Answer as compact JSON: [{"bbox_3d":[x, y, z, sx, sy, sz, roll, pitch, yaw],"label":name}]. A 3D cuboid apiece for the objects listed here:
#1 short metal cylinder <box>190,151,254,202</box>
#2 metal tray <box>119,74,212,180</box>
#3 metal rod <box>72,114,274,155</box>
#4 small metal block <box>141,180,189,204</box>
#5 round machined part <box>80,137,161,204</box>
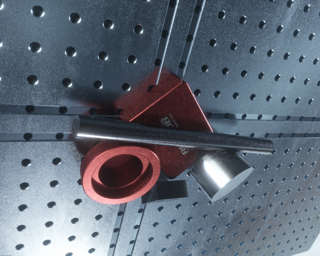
[{"bbox_3d":[0.093,0.067,0.470,0.080,0.050,0.080,-30,154,-17],"label":"short metal cylinder"},{"bbox_3d":[0.017,0.003,0.422,0.090,0.030,0.130,-37,130,-4],"label":"metal tray"},{"bbox_3d":[0.040,0.014,0.402,0.302,0.025,0.025,7,115,-32],"label":"metal rod"},{"bbox_3d":[0.006,0.095,0.457,0.050,0.025,0.050,2,161,-31],"label":"small metal block"},{"bbox_3d":[-0.052,0.048,0.396,0.099,0.042,0.097,-11,128,-15],"label":"round machined part"}]
